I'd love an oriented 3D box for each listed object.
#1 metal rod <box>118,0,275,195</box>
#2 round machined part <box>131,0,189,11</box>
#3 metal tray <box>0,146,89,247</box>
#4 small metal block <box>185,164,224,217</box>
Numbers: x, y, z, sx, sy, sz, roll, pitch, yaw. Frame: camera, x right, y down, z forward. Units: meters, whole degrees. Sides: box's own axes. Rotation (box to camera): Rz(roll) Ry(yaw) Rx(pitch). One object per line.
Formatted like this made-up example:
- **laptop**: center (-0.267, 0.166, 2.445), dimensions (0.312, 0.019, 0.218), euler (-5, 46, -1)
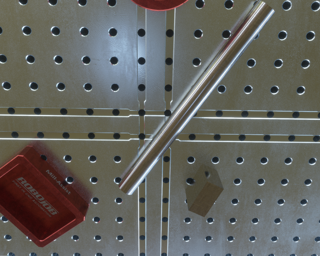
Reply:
- **metal rod**: center (0.038, -0.028, 0.403), dimensions (0.025, 0.025, 0.299), euler (34, 106, -12)
- **round machined part**: center (-0.001, -0.180, 0.338), dimensions (0.099, 0.042, 0.097), euler (0, 110, -1)
- **metal tray**: center (-0.179, 0.101, 0.445), dimensions (0.090, 0.030, 0.130), euler (-35, 107, 11)
- **small metal block**: center (0.061, 0.086, 0.433), dimensions (0.025, 0.050, 0.050), euler (26, 108, -10)
